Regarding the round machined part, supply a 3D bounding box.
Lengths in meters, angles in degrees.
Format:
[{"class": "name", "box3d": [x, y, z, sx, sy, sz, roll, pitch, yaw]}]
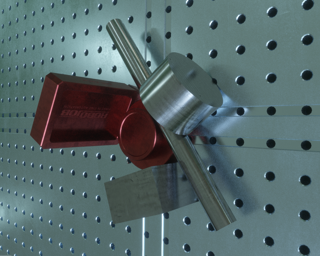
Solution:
[{"class": "round machined part", "box3d": [-0.018, 0.008, 0.411, 0.098, 0.042, 0.097, 0, 90, 39]}]

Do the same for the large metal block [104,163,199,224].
[{"class": "large metal block", "box3d": [-0.007, 0.077, 0.377, 0.080, 0.081, 0.050, -24, 75, 37]}]

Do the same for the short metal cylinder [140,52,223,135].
[{"class": "short metal cylinder", "box3d": [0.024, -0.039, 0.350, 0.050, 0.081, 0.080, -44, 64, 31]}]

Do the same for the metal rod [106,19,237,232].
[{"class": "metal rod", "box3d": [0.003, -0.020, 0.378, 0.025, 0.025, 0.299, -42, 65, 31]}]

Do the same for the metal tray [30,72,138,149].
[{"class": "metal tray", "box3d": [-0.098, -0.020, 0.420, 0.030, 0.131, 0.089, 34, 111, 34]}]
